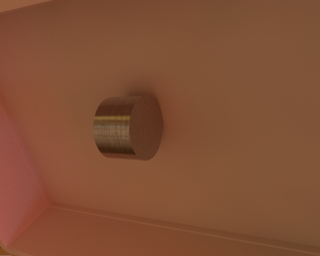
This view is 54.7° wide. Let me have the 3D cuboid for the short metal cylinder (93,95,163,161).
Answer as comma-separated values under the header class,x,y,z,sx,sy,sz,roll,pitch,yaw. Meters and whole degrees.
class,x,y,z,sx,sy,sz,roll,pitch,yaw
short metal cylinder,-0.038,0.000,0.388,0.050,0.080,0.080,0,119,28
